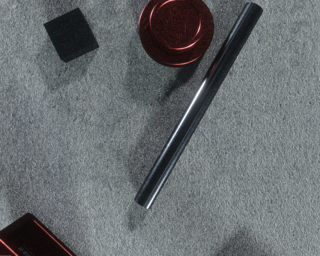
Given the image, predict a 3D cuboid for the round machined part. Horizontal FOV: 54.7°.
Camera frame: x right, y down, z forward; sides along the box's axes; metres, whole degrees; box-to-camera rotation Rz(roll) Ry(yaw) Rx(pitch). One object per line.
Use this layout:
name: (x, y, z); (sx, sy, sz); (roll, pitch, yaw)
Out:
round machined part: (0.021, -0.131, 0.402); (0.099, 0.042, 0.097); (0, 90, -1)

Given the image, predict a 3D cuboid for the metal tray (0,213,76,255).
metal tray: (-0.140, 0.168, 0.375); (0.130, 0.090, 0.030); (43, 90, -1)

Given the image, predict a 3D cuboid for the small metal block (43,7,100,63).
small metal block: (-0.116, -0.121, 0.408); (0.050, 0.025, 0.050); (-26, 90, -1)

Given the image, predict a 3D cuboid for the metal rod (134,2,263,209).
metal rod: (0.051, -0.030, 0.410); (0.025, 0.025, 0.299); (30, 90, -1)
